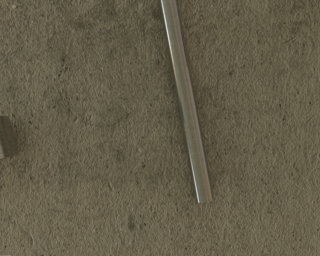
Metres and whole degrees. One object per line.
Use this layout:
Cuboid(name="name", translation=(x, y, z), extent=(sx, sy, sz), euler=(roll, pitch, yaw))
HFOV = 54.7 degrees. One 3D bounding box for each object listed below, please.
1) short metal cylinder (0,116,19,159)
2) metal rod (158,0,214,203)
Cuboid(name="short metal cylinder", translation=(-0.222, 0.019, 0.380), extent=(0.080, 0.080, 0.050), euler=(-15, 90, 0))
Cuboid(name="metal rod", translation=(0.032, -0.051, 0.410), extent=(0.025, 0.025, 0.298), euler=(-10, 90, 0))
